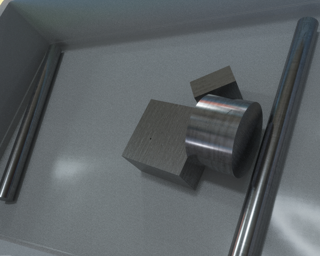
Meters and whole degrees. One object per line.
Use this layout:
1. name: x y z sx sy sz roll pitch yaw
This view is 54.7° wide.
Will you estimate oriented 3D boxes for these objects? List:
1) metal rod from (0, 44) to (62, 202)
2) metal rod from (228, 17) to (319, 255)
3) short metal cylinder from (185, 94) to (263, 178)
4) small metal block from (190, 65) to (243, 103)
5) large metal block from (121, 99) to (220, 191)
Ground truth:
1. metal rod: -0.218 -0.024 0.532 0.025 0.025 0.299 -8 58 24
2. metal rod: 0.129 -0.001 0.337 0.025 0.025 0.300 10 67 32
3. short metal cylinder: 0.070 0.007 0.329 0.050 0.080 0.080 15 69 33
4. small metal block: 0.071 -0.042 0.378 0.050 0.050 0.025 -22 54 15
5. large metal block: 0.015 0.018 0.370 0.080 0.050 0.080 15 69 33
